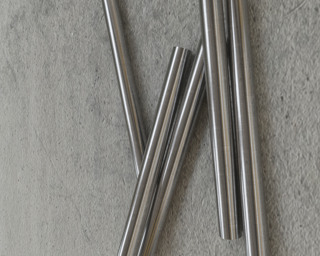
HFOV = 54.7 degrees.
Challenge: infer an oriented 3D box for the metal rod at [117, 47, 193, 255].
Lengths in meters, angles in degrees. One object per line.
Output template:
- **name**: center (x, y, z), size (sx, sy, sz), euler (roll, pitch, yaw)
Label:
- **metal rod**: center (-0.011, 0.048, 0.390), size (0.025, 0.025, 0.298), euler (18, 95, 38)

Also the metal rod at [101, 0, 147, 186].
- **metal rod**: center (-0.048, -0.066, 0.442), size (0.025, 0.025, 0.299), euler (-20, 78, 38)

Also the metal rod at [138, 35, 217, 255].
- **metal rod**: center (0.020, 0.036, 0.386), size (0.025, 0.025, 0.298), euler (25, 106, 37)

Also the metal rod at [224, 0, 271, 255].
- **metal rod**: center (0.092, 0.005, 0.327), size (0.025, 0.025, 0.298), euler (-7, 86, 39)

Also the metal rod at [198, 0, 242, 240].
- **metal rod**: center (0.063, -0.031, 0.333), size (0.025, 0.025, 0.298), euler (-3, 94, 39)
